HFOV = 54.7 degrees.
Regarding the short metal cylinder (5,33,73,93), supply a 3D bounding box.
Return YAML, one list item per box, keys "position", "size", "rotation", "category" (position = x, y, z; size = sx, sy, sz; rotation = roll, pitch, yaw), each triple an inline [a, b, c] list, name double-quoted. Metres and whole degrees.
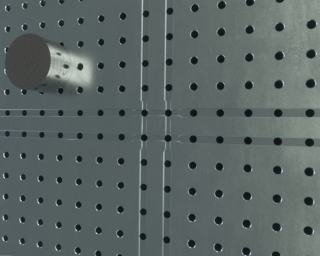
- position: [-0.179, -0.094, 0.461]
  size: [0.080, 0.050, 0.079]
  rotation: [0, 90, 19]
  category: "short metal cylinder"
